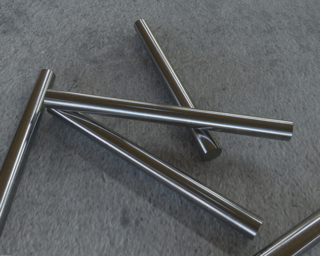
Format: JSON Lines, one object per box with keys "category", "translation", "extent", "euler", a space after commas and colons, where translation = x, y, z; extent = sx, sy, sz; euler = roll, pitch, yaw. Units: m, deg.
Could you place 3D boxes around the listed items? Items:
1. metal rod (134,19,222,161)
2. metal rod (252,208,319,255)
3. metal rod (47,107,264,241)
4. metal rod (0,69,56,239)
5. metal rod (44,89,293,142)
{"category": "metal rod", "translation": [0.014, -0.076, 0.467], "extent": [0.025, 0.025, 0.299], "euler": [-15, 52, -13]}
{"category": "metal rod", "translation": [0.090, 0.135, 0.291], "extent": [0.302, 0.025, 0.025], "euler": [-25, 55, -20]}
{"category": "metal rod", "translation": [-0.023, 0.037, 0.371], "extent": [0.300, 0.025, 0.025], "euler": [29, 56, 21]}
{"category": "metal rod", "translation": [-0.172, 0.035, 0.371], "extent": [0.025, 0.025, 0.300], "euler": [1, 50, 0]}
{"category": "metal rod", "translation": [0.005, -0.017, 0.383], "extent": [0.302, 0.025, 0.025], "euler": [8, 51, 6]}
